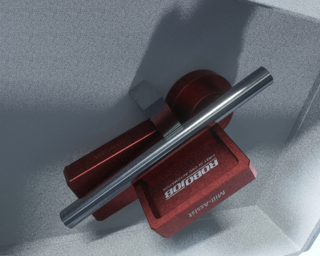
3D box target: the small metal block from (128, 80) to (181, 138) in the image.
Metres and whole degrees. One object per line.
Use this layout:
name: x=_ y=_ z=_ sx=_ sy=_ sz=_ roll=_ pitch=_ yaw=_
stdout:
small metal block: x=-0.007 y=-0.024 z=0.374 sx=0.025 sy=0.050 sz=0.050 roll=-38 pitch=130 yaw=-3

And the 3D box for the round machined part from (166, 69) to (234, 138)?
round machined part: x=0.059 y=-0.025 z=0.414 sx=0.099 sy=0.042 sz=0.097 roll=-14 pitch=125 yaw=-21

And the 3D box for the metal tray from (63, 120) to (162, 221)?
metal tray: x=-0.048 y=0.058 z=0.415 sx=0.131 sy=0.030 sz=0.090 roll=-31 pitch=129 yaw=-9

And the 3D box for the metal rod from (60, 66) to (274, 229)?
metal rod: x=0.008 y=0.024 z=0.376 sx=0.301 sy=0.025 sz=0.025 roll=-36 pitch=130 yaw=1

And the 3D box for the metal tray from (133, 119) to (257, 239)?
metal tray: x=0.036 y=0.057 z=0.372 sx=0.130 sy=0.090 sz=0.030 roll=-35 pitch=132 yaw=3
